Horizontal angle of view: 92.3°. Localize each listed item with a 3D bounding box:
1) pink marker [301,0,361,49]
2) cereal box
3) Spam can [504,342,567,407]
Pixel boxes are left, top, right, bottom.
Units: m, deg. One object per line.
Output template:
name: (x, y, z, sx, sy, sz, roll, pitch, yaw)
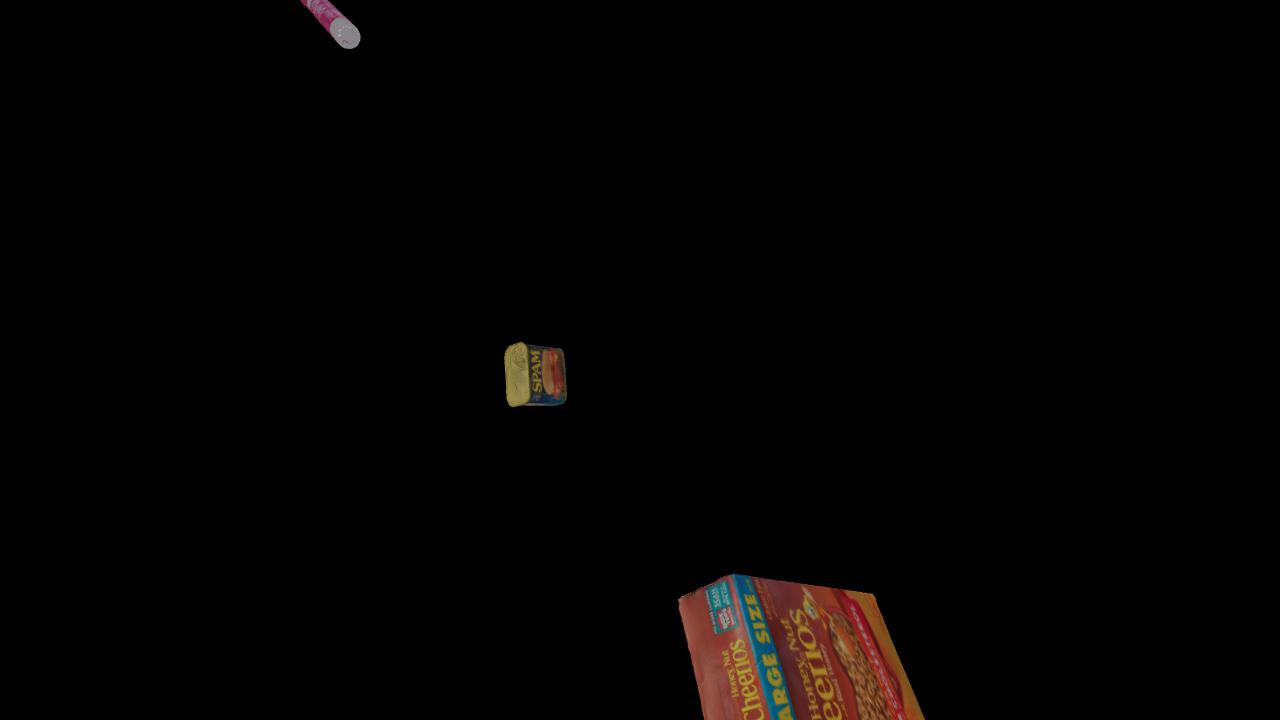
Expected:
pink marker: (-0.258, -0.285, 0.507, 0.020, 0.020, 0.121, 0, 37, -45)
cereal box: (0.176, 0.329, 0.597, 0.081, 0.203, 0.306, -35, -40, 27)
Spam can: (-0.169, 0.026, 1.006, 0.058, 0.101, 0.085, -12, -12, 38)
